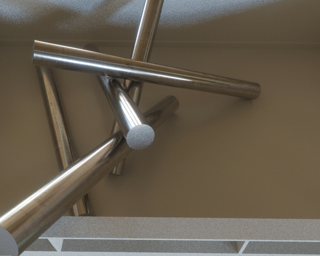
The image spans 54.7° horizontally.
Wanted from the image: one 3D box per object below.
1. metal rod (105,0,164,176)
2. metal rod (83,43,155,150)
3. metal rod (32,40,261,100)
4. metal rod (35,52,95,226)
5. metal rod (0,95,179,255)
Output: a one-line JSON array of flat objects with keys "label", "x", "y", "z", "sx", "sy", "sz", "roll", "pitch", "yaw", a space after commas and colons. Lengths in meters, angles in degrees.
[{"label": "metal rod", "x": -0.026, "y": -0.088, "z": 0.401, "sx": 0.025, "sy": 0.025, "sz": 0.299, "roll": 10, "pitch": 75, "yaw": 8}, {"label": "metal rod", "x": -0.066, "y": -0.060, "z": 0.389, "sx": 0.025, "sy": 0.025, "sz": 0.300, "roll": -16, "pitch": 32, "yaw": -13}, {"label": "metal rod", "x": 0.005, "y": -0.065, "z": 0.384, "sx": 0.302, "sy": 0.025, "sz": 0.025, "roll": 5, "pitch": 46, "yaw": -27}, {"label": "metal rod", "x": -0.136, "y": -0.011, "z": 0.412, "sx": 0.025, "sy": 0.025, "sz": 0.300, "roll": -17, "pitch": 52, "yaw": -14}, {"label": "metal rod", "x": -0.037, "y": 0.015, "z": 0.304, "sx": 0.025, "sy": 0.025, "sz": 0.301, "roll": 18, "pitch": 24, "yaw": 14}]
